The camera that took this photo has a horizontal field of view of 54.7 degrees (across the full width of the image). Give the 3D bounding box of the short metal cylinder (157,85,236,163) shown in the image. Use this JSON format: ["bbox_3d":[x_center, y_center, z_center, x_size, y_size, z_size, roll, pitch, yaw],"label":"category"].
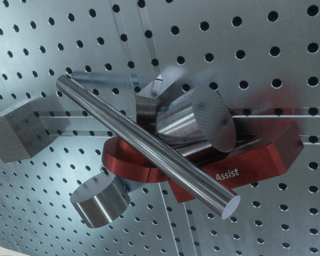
[{"bbox_3d":[0.042,-0.002,0.352,0.050,0.080,0.080,-27,104,37],"label":"short metal cylinder"}]

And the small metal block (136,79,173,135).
[{"bbox_3d":[-0.006,-0.026,0.382,0.025,0.050,0.050,14,124,20],"label":"small metal block"}]

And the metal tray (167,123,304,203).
[{"bbox_3d":[0.083,0.040,0.346,0.130,0.091,0.030,-26,87,37],"label":"metal tray"}]

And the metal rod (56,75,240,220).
[{"bbox_3d":[-0.038,0.002,0.356,0.300,0.025,0.025,34,133,37],"label":"metal rod"}]

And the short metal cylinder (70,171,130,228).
[{"bbox_3d":[-0.095,0.113,0.496,0.080,0.080,0.050,-15,110,34],"label":"short metal cylinder"}]

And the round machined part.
[{"bbox_3d":[-0.022,0.028,0.396,0.098,0.098,0.042,18,108,18],"label":"round machined part"}]

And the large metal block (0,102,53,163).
[{"bbox_3d":[-0.248,0.010,0.532,0.080,0.050,0.080,-11,113,33],"label":"large metal block"}]
